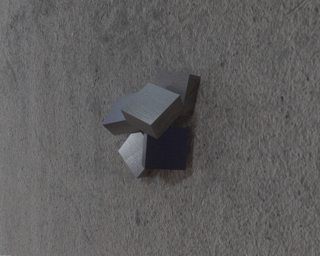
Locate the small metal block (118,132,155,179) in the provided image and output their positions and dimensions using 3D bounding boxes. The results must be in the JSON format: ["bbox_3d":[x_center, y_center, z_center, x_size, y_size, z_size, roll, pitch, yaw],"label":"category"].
[{"bbox_3d":[-0.023,0.033,0.424,0.050,0.025,0.050,-52,60,27],"label":"small metal block"}]

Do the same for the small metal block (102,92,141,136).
[{"bbox_3d":[-0.044,-0.020,0.424,0.050,0.025,0.050,-10,46,39],"label":"small metal block"}]

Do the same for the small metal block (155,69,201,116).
[{"bbox_3d":[0.019,-0.045,0.389,0.050,0.025,0.050,18,101,38],"label":"small metal block"}]

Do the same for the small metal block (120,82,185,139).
[{"bbox_3d":[-0.008,-0.021,0.361,0.050,0.025,0.050,27,63,36],"label":"small metal block"}]

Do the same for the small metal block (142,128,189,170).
[{"bbox_3d":[0.006,0.024,0.381,0.025,0.050,0.050,-164,78,-77],"label":"small metal block"}]

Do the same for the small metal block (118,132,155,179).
[{"bbox_3d":[-0.023,0.033,0.424,0.050,0.025,0.050,-52,60,27],"label":"small metal block"}]
